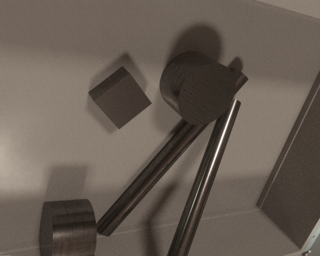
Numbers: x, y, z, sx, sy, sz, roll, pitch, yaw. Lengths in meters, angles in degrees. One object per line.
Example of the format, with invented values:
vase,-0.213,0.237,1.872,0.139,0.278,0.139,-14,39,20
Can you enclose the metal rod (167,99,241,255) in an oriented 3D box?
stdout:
metal rod,0.050,0.097,0.418,0.025,0.025,0.299,31,76,-38

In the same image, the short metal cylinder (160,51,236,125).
short metal cylinder,0.047,-0.050,0.389,0.081,0.050,0.079,-14,124,-21

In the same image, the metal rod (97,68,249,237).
metal rod,0.014,0.038,0.441,0.299,0.025,0.025,-49,129,6

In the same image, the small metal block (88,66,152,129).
small metal block,-0.046,-0.035,0.363,0.050,0.025,0.050,-39,130,-2

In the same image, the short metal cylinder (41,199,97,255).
short metal cylinder,-0.118,0.132,0.392,0.050,0.080,0.079,3,117,-30
